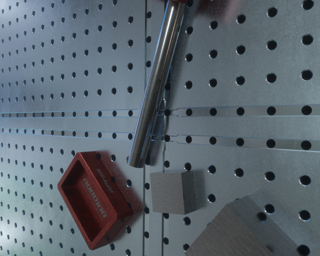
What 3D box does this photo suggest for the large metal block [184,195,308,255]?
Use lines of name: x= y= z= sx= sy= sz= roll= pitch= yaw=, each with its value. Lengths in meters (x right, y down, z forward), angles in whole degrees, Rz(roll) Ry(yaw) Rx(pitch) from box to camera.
large metal block: x=0.086 y=0.131 z=0.321 sx=0.080 sy=0.050 sz=0.080 roll=47 pitch=118 yaw=29

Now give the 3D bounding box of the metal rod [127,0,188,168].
metal rod: x=0.004 y=-0.090 z=0.404 sx=0.025 sy=0.025 sz=0.298 roll=24 pitch=105 yaw=37

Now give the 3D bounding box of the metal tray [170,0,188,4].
metal tray: x=0.002 y=-0.208 z=0.375 sx=0.130 sy=0.030 sz=0.089 roll=42 pitch=119 yaw=50

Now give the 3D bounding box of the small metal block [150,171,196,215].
small metal block: x=0.016 y=0.081 z=0.394 sx=0.050 sy=0.025 sz=0.050 roll=-8 pitch=85 yaw=39

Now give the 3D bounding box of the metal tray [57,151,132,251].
metal tray: x=-0.108 y=0.112 z=0.492 sx=0.130 sy=0.030 sz=0.090 roll=51 pitch=120 yaw=27
